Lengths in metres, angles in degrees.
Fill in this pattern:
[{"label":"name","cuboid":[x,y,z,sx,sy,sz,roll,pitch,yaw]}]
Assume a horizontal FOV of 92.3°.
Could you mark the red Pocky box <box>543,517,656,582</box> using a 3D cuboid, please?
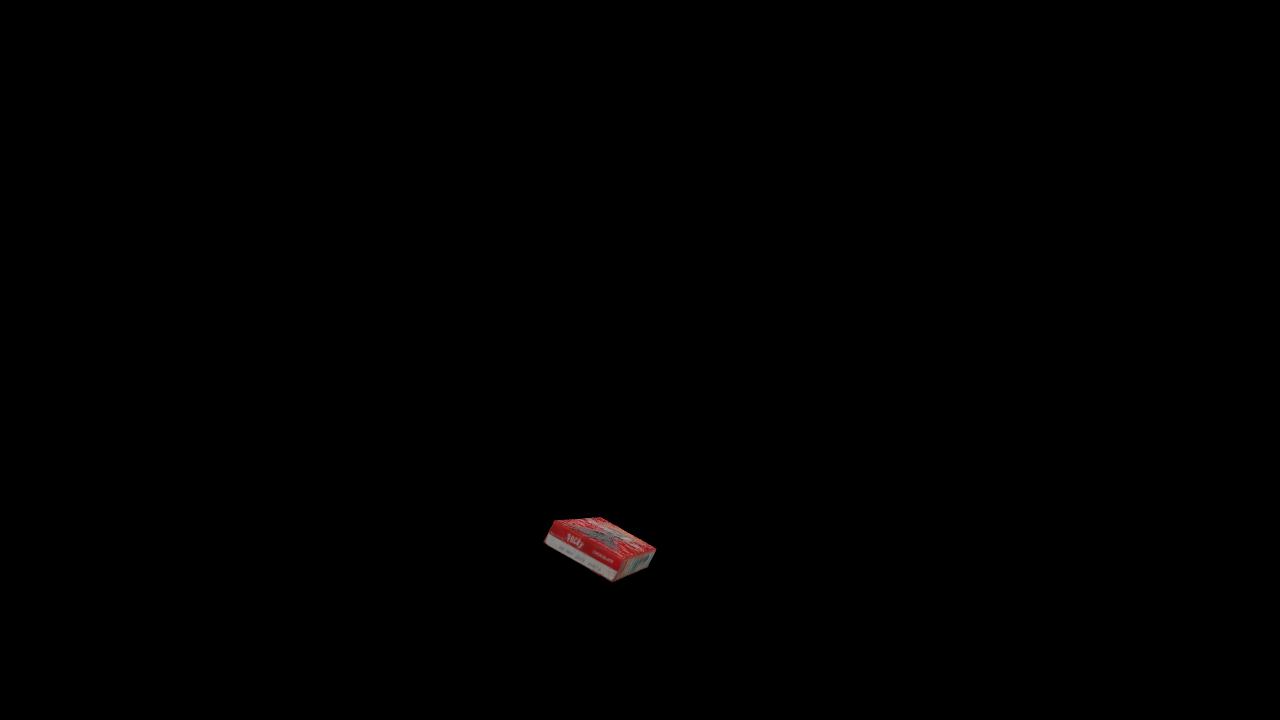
[{"label":"red Pocky box","cuboid":[-0.038,0.199,0.662,0.083,0.028,0.155,23,-7,17]}]
